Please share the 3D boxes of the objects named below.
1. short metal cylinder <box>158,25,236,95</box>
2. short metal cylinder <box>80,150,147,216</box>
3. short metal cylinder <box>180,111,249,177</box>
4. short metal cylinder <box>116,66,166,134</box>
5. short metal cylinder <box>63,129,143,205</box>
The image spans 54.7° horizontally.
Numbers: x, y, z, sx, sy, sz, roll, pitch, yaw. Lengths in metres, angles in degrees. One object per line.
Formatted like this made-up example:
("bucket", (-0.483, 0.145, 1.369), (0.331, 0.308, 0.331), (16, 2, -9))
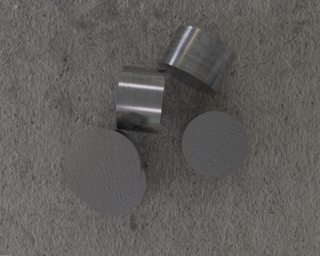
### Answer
("short metal cylinder", (0.045, -0.082, 0.383), (0.080, 0.080, 0.050), (28, 90, 0))
("short metal cylinder", (-0.057, 0.066, 0.397), (0.081, 0.050, 0.080), (0, 90, 0))
("short metal cylinder", (0.067, 0.019, 0.398), (0.081, 0.050, 0.080), (0, 90, 0))
("short metal cylinder", (-0.022, -0.034, 0.382), (0.050, 0.080, 0.080), (6, 90, 0))
("short metal cylinder", (-0.060, 0.040, 0.347), (0.081, 0.050, 0.080), (0, 90, 0))
